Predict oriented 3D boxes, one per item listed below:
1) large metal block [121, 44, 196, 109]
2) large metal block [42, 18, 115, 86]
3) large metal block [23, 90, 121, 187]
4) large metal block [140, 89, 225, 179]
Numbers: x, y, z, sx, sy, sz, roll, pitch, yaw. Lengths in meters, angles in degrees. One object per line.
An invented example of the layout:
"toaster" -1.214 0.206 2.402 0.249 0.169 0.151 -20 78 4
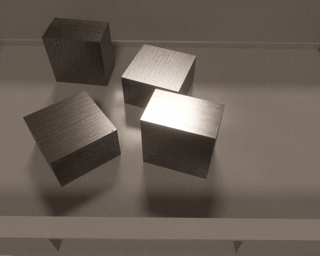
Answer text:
"large metal block" 0.000 -0.070 0.448 0.080 0.050 0.080 16 52 13
"large metal block" -0.117 -0.112 0.462 0.080 0.080 0.050 6 50 4
"large metal block" -0.106 0.010 0.379 0.081 0.050 0.080 -29 56 -22
"large metal block" 0.025 0.008 0.363 0.080 0.080 0.050 14 52 11
